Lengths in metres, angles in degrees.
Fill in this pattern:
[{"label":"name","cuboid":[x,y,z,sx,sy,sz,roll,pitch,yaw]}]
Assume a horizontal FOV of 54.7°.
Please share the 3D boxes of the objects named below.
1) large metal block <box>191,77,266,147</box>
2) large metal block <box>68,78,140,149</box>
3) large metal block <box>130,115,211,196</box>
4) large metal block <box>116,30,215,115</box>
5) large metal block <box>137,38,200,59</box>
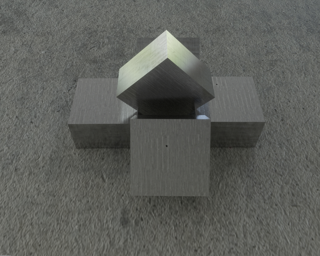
[{"label":"large metal block","cuboid":[0.082,-0.022,0.404,0.081,0.050,0.080,0,50,0]},{"label":"large metal block","cuboid":[-0.067,-0.020,0.404,0.081,0.050,0.080,0,50,-1]},{"label":"large metal block","cuboid":[0.011,0.027,0.338,0.081,0.079,0.050,0,7,1]},{"label":"large metal block","cuboid":[0.006,-0.054,0.372,0.080,0.080,0.050,-32,41,32]},{"label":"large metal block","cuboid":[0.011,-0.095,0.441,0.081,0.080,0.050,0,94,0]}]
